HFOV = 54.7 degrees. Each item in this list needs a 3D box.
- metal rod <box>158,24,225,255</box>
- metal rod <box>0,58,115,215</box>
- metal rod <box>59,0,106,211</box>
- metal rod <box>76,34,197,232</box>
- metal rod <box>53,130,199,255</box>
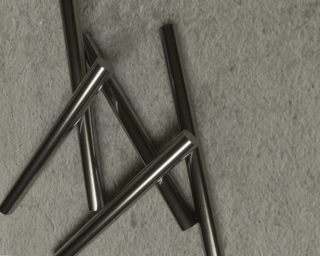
[{"bbox_3d":[0.039,0.016,0.394,0.025,0.025,0.298,-13,86,19],"label":"metal rod"},{"bbox_3d":[-0.155,0.026,0.431,0.025,0.025,0.299,48,115,13],"label":"metal rod"},{"bbox_3d":[-0.107,-0.034,0.427,0.025,0.025,0.298,-5,95,19],"label":"metal rod"},{"bbox_3d":[-0.037,-0.001,0.421,0.025,0.025,0.299,-34,80,16],"label":"metal rod"},{"bbox_3d":[-0.063,0.110,0.411,0.299,0.025,0.025,-45,76,21],"label":"metal rod"}]
